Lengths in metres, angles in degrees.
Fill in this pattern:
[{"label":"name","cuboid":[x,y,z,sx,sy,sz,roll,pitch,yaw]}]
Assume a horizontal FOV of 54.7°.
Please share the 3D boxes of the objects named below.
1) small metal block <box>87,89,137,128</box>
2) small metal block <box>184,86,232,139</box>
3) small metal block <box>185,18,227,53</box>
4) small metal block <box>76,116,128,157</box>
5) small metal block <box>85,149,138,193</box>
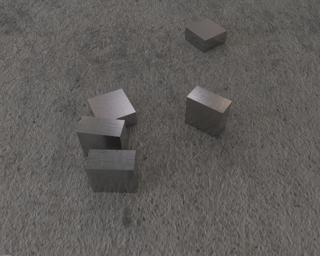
[{"label":"small metal block","cuboid":[-0.065,-0.022,0.421,0.050,0.025,0.050,-20,53,-17]},{"label":"small metal block","cuboid":[0.062,-0.020,0.404,0.050,0.050,0.025,28,56,21]},{"label":"small metal block","cuboid":[0.080,-0.162,0.540,0.050,0.025,0.050,-29,56,-23]},{"label":"small metal block","cuboid":[-0.068,0.014,0.375,0.050,0.050,0.025,6,51,5]},{"label":"small metal block","cuboid":[-0.052,0.049,0.345,0.050,0.050,0.025,1,50,1]}]
